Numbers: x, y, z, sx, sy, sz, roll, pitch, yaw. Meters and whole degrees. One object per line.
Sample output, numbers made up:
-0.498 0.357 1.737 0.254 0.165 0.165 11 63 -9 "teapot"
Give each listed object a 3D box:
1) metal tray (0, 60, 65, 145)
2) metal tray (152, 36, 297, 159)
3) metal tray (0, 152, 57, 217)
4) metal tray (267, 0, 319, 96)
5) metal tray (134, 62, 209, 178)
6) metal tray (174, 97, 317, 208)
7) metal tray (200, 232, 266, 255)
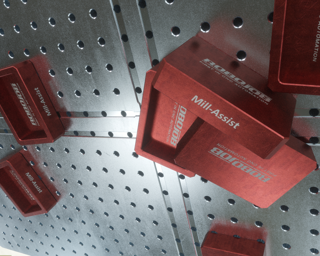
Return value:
-0.220 -0.036 0.502 0.090 0.030 0.129 -6 116 31 "metal tray"
0.068 -0.036 0.311 0.130 0.090 0.030 34 129 6 "metal tray"
-0.280 0.118 0.630 0.090 0.030 0.130 -20 108 35 "metal tray"
0.148 -0.093 0.271 0.090 0.030 0.129 8 122 24 "metal tray"
0.021 -0.007 0.392 0.090 0.030 0.129 22 127 14 "metal tray"
0.094 0.031 0.353 0.130 0.030 0.089 28 125 -8 "metal tray"
0.119 0.228 0.487 0.090 0.030 0.129 2 119 27 "metal tray"
